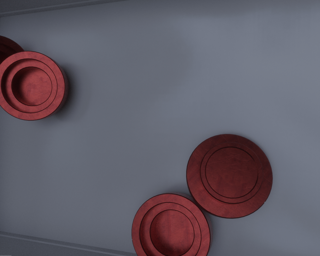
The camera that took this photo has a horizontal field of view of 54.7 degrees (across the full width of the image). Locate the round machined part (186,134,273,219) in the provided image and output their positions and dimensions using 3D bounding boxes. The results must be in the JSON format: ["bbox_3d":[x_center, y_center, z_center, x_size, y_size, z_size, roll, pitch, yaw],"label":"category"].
[{"bbox_3d":[0.079,0.054,0.356,0.099,0.042,0.098,-1,73,4],"label":"round machined part"}]

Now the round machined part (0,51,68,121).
[{"bbox_3d":[-0.184,-0.060,0.454,0.099,0.042,0.097,0,94,-4],"label":"round machined part"}]

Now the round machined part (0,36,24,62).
[{"bbox_3d":[-0.251,-0.089,0.468,0.042,0.099,0.097,12,95,49],"label":"round machined part"}]

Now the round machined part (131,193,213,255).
[{"bbox_3d":[0.017,0.130,0.391,0.098,0.042,0.097,-2,82,17],"label":"round machined part"}]
